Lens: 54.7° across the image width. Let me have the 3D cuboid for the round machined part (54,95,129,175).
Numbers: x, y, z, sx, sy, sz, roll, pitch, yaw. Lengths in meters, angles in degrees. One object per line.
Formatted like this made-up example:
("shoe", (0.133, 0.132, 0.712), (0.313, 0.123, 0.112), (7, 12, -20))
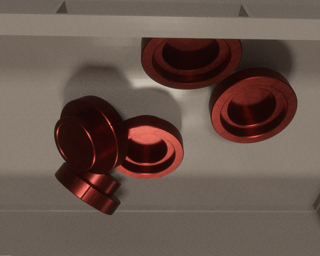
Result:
("round machined part", (-0.089, 0.013, 0.375), (0.098, 0.042, 0.097), (15, 117, 31))

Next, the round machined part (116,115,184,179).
("round machined part", (-0.019, 0.021, 0.416), (0.099, 0.042, 0.097), (-1, 130, 0))

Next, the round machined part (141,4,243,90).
("round machined part", (0.030, -0.084, 0.314), (0.099, 0.042, 0.098), (-1, 151, -1))

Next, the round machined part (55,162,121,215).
("round machined part", (-0.094, 0.077, 0.438), (0.098, 0.098, 0.042), (42, 79, -30))

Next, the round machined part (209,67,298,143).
("round machined part", (0.108, -0.031, 0.374), (0.099, 0.042, 0.097), (-1, 130, 0))
